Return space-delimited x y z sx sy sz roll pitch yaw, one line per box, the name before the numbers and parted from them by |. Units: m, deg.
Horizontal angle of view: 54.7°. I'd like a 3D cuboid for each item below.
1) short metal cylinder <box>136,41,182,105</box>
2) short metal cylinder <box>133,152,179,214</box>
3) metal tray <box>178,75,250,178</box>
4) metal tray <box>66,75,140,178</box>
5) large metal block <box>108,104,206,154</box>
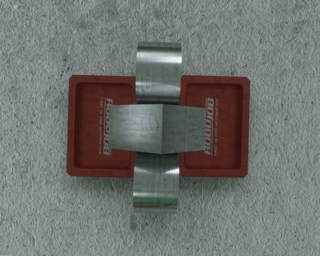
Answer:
short metal cylinder | -0.001 -0.065 0.383 0.050 0.080 0.079 2 90 0
short metal cylinder | -0.004 0.065 0.383 0.050 0.080 0.079 2 90 0
metal tray | 0.068 -0.002 0.409 0.091 0.030 0.129 2 90 0
metal tray | -0.072 -0.002 0.408 0.091 0.030 0.129 2 90 0
large metal block | -0.002 0.000 0.363 0.080 0.081 0.050 2 91 40
